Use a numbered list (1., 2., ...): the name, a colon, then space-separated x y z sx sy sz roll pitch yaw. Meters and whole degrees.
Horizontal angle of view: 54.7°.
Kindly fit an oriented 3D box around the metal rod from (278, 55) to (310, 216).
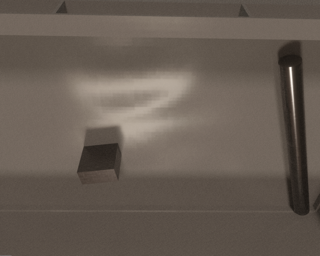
1. metal rod: 0.194 0.032 0.439 0.025 0.025 0.299 -15 129 12

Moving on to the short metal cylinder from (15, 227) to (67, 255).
1. short metal cylinder: -0.217 0.232 0.570 0.081 0.080 0.050 1 130 -2

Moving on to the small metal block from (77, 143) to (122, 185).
1. small metal block: -0.083 0.049 0.434 0.050 0.050 0.025 -6 130 4

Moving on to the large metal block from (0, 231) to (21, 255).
1. large metal block: -0.292 0.257 0.610 0.080 0.050 0.080 -31 124 23
